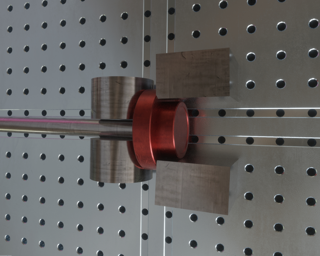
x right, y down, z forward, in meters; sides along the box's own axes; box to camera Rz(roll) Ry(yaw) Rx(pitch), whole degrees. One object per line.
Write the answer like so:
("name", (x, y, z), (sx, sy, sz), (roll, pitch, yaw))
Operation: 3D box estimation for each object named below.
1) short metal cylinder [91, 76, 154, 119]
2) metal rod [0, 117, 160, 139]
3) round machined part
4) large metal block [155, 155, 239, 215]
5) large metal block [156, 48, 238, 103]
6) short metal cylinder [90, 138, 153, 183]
("short metal cylinder", (-0.048, -0.036, 0.400), (0.080, 0.080, 0.050), (1, 91, 20))
("metal rod", (-0.121, -0.001, 0.443), (0.301, 0.025, 0.025), (2, 91, 24))
("round machined part", (0.007, 0.002, 0.371), (0.042, 0.098, 0.097), (1, 90, 20))
("large metal block", (0.047, 0.062, 0.367), (0.080, 0.080, 0.050), (3, 91, 20))
("large metal block", (0.047, -0.058, 0.367), (0.080, 0.080, 0.050), (0, 90, 20))
("short metal cylinder", (-0.049, 0.039, 0.400), (0.080, 0.080, 0.050), (2, 91, 20))
